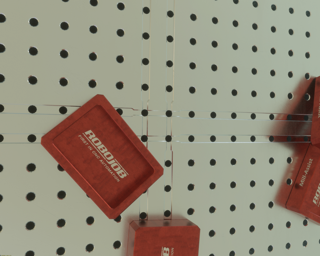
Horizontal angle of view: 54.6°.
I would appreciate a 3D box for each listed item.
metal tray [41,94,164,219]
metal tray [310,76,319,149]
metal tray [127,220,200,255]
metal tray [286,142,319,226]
[{"bbox_3d":[-0.069,0.035,0.384,0.090,0.030,0.130,-42,103,-15],"label":"metal tray"},{"bbox_3d":[0.288,-0.017,0.494,0.090,0.030,0.130,27,63,-18],"label":"metal tray"},{"bbox_3d":[0.002,0.191,0.411,0.091,0.030,0.129,5,88,-20],"label":"metal tray"},{"bbox_3d":[0.271,0.091,0.509,0.090,0.030,0.130,28,81,-18],"label":"metal tray"}]
